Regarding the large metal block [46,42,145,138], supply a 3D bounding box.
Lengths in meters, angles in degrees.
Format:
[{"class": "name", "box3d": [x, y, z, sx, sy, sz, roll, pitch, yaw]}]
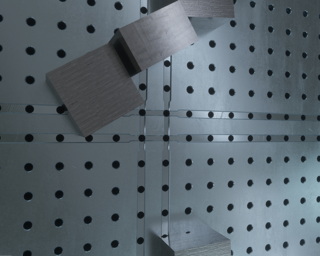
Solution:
[{"class": "large metal block", "box3d": [-0.078, -0.044, 0.371, 0.080, 0.050, 0.080, -32, 101, -17]}]

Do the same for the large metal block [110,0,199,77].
[{"class": "large metal block", "box3d": [-0.013, -0.103, 0.379, 0.080, 0.080, 0.050, -32, 101, -17]}]

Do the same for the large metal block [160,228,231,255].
[{"class": "large metal block", "box3d": [0.049, 0.189, 0.419, 0.081, 0.050, 0.079, -3, 91, -20]}]

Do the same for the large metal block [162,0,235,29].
[{"class": "large metal block", "box3d": [0.049, -0.182, 0.418, 0.081, 0.050, 0.079, -6, 92, -20]}]
